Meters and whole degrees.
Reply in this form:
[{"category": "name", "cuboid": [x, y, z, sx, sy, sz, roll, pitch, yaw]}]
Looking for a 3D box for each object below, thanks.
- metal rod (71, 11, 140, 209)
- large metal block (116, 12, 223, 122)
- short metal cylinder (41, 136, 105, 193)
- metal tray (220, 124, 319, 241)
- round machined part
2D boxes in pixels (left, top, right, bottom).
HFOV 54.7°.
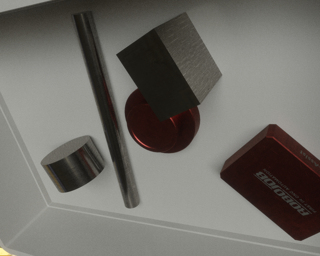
[{"category": "metal rod", "cuboid": [-0.070, -0.007, 0.438, 0.025, 0.025, 0.298, 4, 120, 26]}, {"category": "large metal block", "cuboid": [0.014, -0.065, 0.324, 0.050, 0.080, 0.080, -24, 106, 36]}, {"category": "short metal cylinder", "cuboid": [-0.132, 0.054, 0.474, 0.080, 0.080, 0.050, -13, 112, 33]}, {"category": "metal tray", "cuboid": [0.150, 0.067, 0.368, 0.130, 0.030, 0.089, 40, 129, 0]}, {"category": "round machined part", "cuboid": [-0.003, -0.008, 0.393, 0.098, 0.042, 0.097, 13, 124, 20]}]
